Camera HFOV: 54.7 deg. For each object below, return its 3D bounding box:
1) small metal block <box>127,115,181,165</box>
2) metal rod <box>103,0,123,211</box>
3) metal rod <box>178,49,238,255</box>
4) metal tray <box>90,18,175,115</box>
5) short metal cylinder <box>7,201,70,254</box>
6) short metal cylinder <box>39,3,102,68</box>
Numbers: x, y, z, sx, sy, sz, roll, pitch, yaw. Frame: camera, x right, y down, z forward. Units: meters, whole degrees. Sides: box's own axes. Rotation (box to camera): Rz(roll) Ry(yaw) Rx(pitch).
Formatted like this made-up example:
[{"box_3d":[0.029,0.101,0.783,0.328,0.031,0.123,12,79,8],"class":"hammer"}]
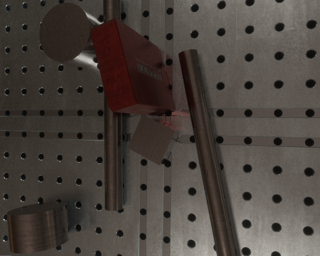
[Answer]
[{"box_3d":[-0.008,0.015,0.414,0.050,0.025,0.050,27,99,17],"class":"small metal block"},{"box_3d":[-0.066,-0.036,0.434,0.025,0.025,0.298,-1,90,19],"class":"metal rod"},{"box_3d":[0.063,0.049,0.389,0.025,0.025,0.298,-12,86,19],"class":"metal rod"},{"box_3d":[-0.025,-0.063,0.365,0.030,0.130,0.090,-16,85,19],"class":"metal tray"},{"box_3d":[-0.172,0.139,0.442,0.080,0.080,0.050,-7,88,19],"class":"short metal cylinder"},{"box_3d":[-0.121,-0.129,0.441,0.080,0.050,0.079,0,90,19],"class":"short metal cylinder"}]
